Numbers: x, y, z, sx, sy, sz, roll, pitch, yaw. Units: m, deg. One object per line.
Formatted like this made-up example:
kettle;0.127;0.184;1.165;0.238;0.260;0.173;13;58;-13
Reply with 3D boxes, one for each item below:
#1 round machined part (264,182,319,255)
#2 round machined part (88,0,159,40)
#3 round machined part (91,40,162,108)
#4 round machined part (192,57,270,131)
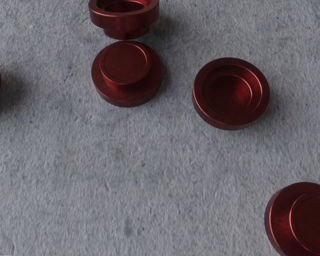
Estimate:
round machined part;0.177;0.111;0.361;0.099;0.042;0.098;0;70;-1
round machined part;-0.050;-0.161;0.444;0.099;0.042;0.098;-1;44;1
round machined part;-0.046;-0.081;0.428;0.099;0.042;0.098;0;70;-1
round machined part;0.092;-0.042;0.416;0.099;0.042;0.098;0;70;-1
